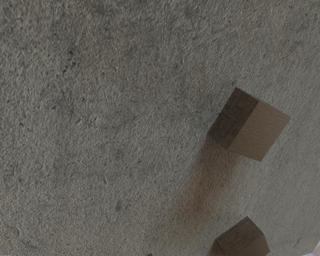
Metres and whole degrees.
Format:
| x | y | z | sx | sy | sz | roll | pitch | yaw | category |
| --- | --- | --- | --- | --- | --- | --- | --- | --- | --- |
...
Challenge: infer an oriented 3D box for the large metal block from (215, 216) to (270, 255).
| x | y | z | sx | sy | sz | roll | pitch | yaw | category |
| --- | --- | --- | --- | --- | --- | --- | --- | --- | --- |
| 0.170 | 0.240 | 0.632 | 0.080 | 0.050 | 0.080 | -33 | 129 | -7 | large metal block |

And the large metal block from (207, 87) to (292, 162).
| x | y | z | sx | sy | sz | roll | pitch | yaw | category |
| --- | --- | --- | --- | --- | --- | --- | --- | --- | --- |
| 0.132 | -0.004 | 0.460 | 0.080 | 0.050 | 0.080 | 19 | 109 | -36 | large metal block |

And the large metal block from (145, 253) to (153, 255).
| x | y | z | sx | sy | sz | roll | pitch | yaw | category |
| --- | --- | --- | --- | --- | --- | --- | --- | --- | --- |
| -0.019 | 0.282 | 0.535 | 0.050 | 0.080 | 0.079 | -17 | 125 | -19 | large metal block |
